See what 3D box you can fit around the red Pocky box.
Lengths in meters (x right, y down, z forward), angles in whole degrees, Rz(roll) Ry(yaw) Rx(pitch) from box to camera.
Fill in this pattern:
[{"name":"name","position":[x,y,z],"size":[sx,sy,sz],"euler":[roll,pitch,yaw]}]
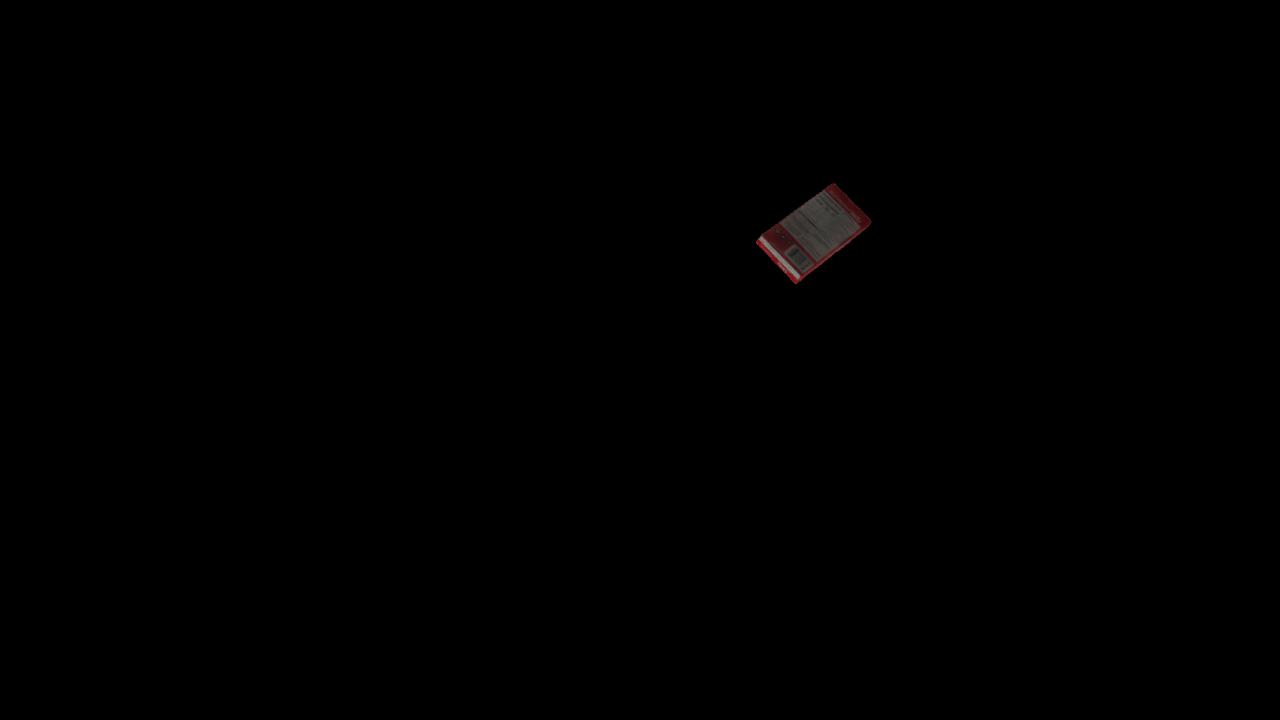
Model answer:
[{"name":"red Pocky box","position":[0.245,-0.179,0.864],"size":[0.155,0.083,0.028],"euler":[-37,-12,-20]}]
